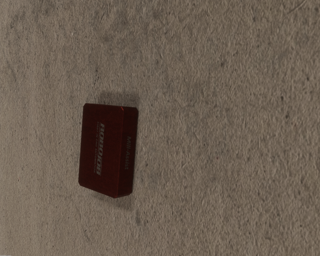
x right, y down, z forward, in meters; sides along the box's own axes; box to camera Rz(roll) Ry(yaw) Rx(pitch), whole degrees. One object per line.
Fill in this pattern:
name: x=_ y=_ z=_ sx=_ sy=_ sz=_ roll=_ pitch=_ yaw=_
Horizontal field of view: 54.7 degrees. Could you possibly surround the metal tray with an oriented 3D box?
metal tray: x=-0.080 y=0.030 z=0.465 sx=0.090 sy=0.030 sz=0.129 roll=8 pitch=95 yaw=39
